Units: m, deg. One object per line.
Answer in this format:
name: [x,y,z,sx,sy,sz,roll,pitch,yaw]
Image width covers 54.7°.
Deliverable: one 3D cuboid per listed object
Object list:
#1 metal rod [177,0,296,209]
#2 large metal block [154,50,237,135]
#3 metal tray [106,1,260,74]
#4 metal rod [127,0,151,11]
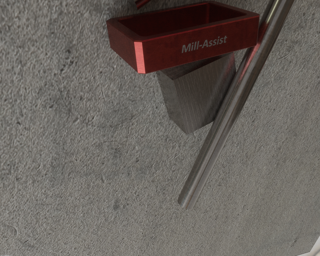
metal rod: [0.087,-0.026,0.375,0.025,0.025,0.298,8,115,-32]
large metal block: [0.048,-0.051,0.387,0.080,0.050,0.080,-27,128,-12]
metal tray: [0.022,-0.098,0.317,0.131,0.090,0.030,-18,126,-19]
metal rod: [0.090,-0.219,0.322,0.301,0.025,0.025,-37,130,-4]
